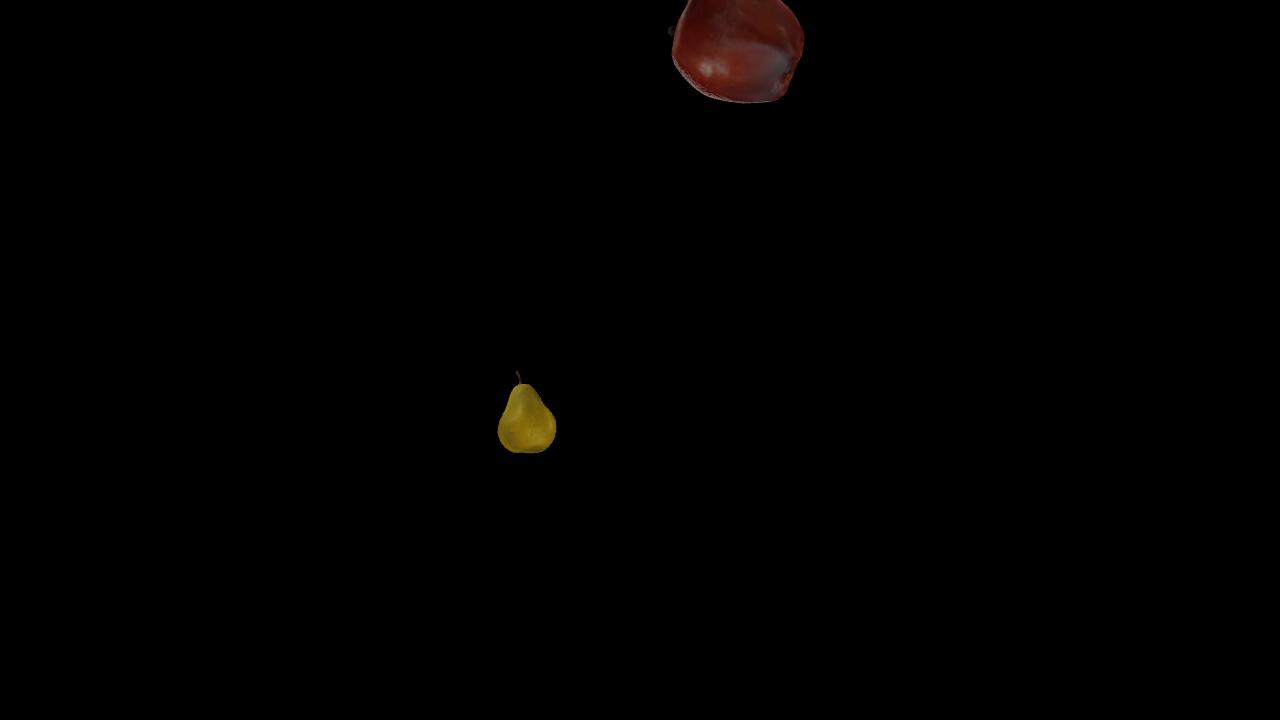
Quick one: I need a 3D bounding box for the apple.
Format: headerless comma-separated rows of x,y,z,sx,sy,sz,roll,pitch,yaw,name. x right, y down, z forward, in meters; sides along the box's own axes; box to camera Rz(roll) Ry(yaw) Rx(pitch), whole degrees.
0.064,-0.217,0.425,0.093,0.079,0.079,21,1,4,apple

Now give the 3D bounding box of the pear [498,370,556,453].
-0.156,0.072,0.849,0.080,0.111,0.080,-3,-15,-1,pear
